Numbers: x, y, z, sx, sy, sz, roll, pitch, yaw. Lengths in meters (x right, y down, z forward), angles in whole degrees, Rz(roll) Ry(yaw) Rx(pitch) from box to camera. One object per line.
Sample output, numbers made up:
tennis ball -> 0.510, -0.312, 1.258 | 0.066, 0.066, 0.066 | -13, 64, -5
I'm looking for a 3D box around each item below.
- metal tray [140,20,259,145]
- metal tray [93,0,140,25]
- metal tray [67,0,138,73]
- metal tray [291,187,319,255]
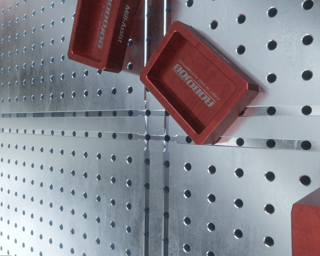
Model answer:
metal tray -> 0.040, -0.054, 0.371 | 0.130, 0.030, 0.090 | 51, 119, 27
metal tray -> -0.067, -0.208, 0.458 | 0.090, 0.030, 0.129 | 39, 113, 32
metal tray -> -0.080, -0.150, 0.429 | 0.090, 0.030, 0.129 | 24, 105, 37
metal tray -> 0.134, 0.091, 0.230 | 0.030, 0.131, 0.089 | -2, 89, 40
